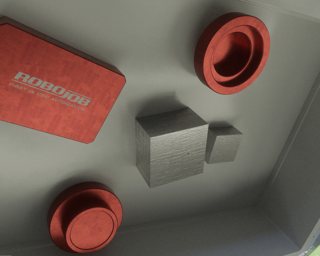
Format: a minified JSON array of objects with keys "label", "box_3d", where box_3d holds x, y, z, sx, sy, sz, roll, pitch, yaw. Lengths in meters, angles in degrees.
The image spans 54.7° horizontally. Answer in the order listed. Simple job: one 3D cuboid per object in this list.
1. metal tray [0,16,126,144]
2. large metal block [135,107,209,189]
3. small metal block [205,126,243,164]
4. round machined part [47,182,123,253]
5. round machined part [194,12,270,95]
[{"label":"metal tray","box_3d":[-0.112,-0.042,0.319,0.131,0.030,0.090,20,108,-36]},{"label":"large metal block","box_3d":[0.014,0.025,0.417,0.081,0.050,0.079,-13,124,-22]},{"label":"small metal block","box_3d":[0.094,0.026,0.479,0.050,0.025,0.050,-3,120,-28]},{"label":"round machined part","box_3d":[-0.095,0.125,0.412,0.099,0.042,0.097,-10,111,-26]},{"label":"round machined part","box_3d":[0.085,-0.095,0.387,0.099,0.042,0.097,-14,125,-21]}]
